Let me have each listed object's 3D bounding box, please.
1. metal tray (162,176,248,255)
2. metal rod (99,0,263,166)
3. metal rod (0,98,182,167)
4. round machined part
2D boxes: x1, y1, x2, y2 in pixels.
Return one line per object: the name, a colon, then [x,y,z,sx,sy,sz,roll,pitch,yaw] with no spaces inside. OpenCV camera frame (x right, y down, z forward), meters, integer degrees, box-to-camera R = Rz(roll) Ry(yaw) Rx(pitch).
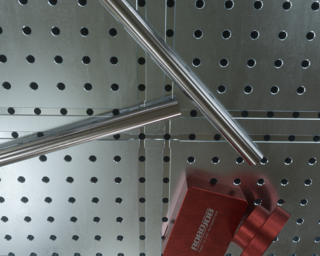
metal tray: [0.064,0.144,0.465,0.091,0.030,0.129,16,109,-6]
metal rod: [0.032,-0.060,0.391,0.025,0.025,0.300,-41,106,13]
metal rod: [-0.120,0.013,0.416,0.301,0.025,0.025,-16,110,5]
round machined part: [0.139,0.148,0.442,0.042,0.099,0.097,37,110,25]
